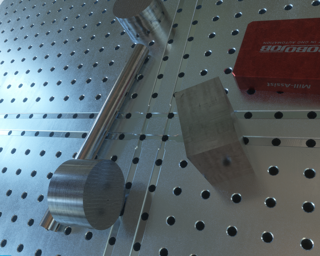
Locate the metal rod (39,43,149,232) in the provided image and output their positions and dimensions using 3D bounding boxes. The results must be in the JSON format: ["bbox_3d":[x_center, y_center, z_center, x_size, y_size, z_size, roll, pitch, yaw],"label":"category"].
[{"bbox_3d":[-0.087,0.001,0.451,0.025,0.025,0.300,12,67,32],"label":"metal rod"}]

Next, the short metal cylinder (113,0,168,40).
[{"bbox_3d":[-0.033,-0.198,0.529,0.080,0.050,0.080,-13,56,20],"label":"short metal cylinder"}]

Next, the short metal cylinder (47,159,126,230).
[{"bbox_3d":[-0.084,0.077,0.368,0.050,0.080,0.080,-3,61,27],"label":"short metal cylinder"}]

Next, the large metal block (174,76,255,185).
[{"bbox_3d":[0.060,0.006,0.338,0.050,0.080,0.080,-20,54,16],"label":"large metal block"}]

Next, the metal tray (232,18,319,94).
[{"bbox_3d":[0.164,-0.088,0.373,0.130,0.030,0.090,8,66,31],"label":"metal tray"}]
